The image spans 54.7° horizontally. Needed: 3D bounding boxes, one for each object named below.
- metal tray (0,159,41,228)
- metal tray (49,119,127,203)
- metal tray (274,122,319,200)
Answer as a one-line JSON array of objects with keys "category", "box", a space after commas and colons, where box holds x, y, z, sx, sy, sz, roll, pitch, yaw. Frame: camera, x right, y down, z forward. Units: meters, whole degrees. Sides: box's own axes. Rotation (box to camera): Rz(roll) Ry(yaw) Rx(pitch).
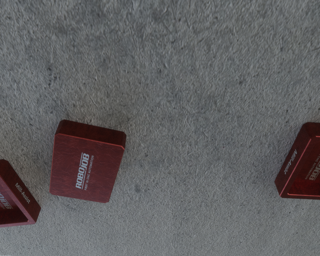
[{"category": "metal tray", "box": [-0.261, 0.109, 0.493, 0.090, 0.030, 0.129, -8, 130, 6]}, {"category": "metal tray", "box": [-0.107, 0.053, 0.448, 0.091, 0.030, 0.129, 12, 129, -11]}, {"category": "metal tray", "box": [0.234, 0.052, 0.450, 0.091, 0.030, 0.129, 4, 130, -4]}]
